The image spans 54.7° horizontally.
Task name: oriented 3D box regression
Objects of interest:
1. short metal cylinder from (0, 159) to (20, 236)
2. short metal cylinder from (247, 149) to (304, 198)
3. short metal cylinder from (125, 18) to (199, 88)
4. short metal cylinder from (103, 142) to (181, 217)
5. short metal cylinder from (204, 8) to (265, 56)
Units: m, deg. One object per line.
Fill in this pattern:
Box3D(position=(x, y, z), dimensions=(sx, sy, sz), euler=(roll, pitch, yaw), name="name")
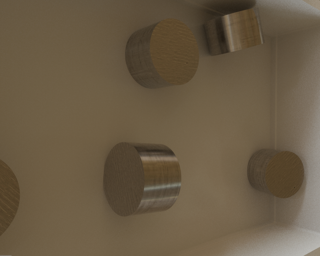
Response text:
Box3D(position=(-0.164, 0.056, 0.253), dimensions=(0.081, 0.050, 0.080), euler=(0, 90, -40), name="short metal cylinder")
Box3D(position=(0.202, 0.078, 0.544), dimensions=(0.081, 0.050, 0.079), euler=(-1, 92, -19), name="short metal cylinder")
Box3D(position=(0.003, -0.092, 0.393), dimensions=(0.081, 0.050, 0.080), euler=(0, 90, -40), name="short metal cylinder")
Box3D(position=(-0.022, 0.057, 0.353), dimensions=(0.050, 0.080, 0.080), euler=(6, 87, -40), name="short metal cylinder")
Box3D(position=(0.111, -0.142, 0.463), dimensions=(0.081, 0.080, 0.050), euler=(-25, 106, -37), name="short metal cylinder")
